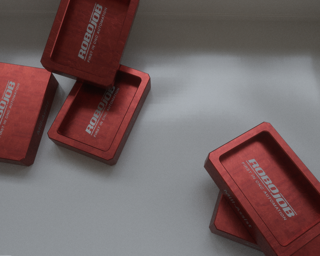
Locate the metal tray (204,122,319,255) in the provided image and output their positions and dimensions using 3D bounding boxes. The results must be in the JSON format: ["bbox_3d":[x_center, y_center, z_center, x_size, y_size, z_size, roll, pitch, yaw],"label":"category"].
[{"bbox_3d":[0.123,0.067,0.348,0.091,0.030,0.130,-28,68,-15],"label":"metal tray"}]

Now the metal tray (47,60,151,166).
[{"bbox_3d":[-0.077,-0.026,0.415,0.090,0.030,0.130,20,71,7],"label":"metal tray"}]

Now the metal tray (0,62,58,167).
[{"bbox_3d":[-0.200,-0.021,0.412,0.091,0.030,0.130,9,70,3],"label":"metal tray"}]

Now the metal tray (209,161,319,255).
[{"bbox_3d":[0.134,0.100,0.367,0.131,0.030,0.090,19,64,6],"label":"metal tray"}]

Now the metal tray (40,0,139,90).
[{"bbox_3d":[-0.087,-0.124,0.400,0.091,0.030,0.129,17,86,-7],"label":"metal tray"}]
